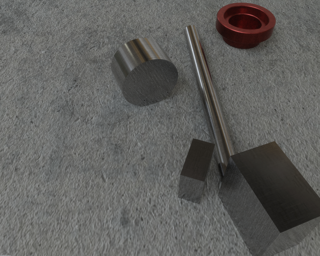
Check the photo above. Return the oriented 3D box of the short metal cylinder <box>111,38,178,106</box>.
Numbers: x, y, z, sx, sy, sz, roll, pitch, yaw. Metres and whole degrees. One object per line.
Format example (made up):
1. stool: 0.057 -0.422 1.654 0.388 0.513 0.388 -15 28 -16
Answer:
1. short metal cylinder: -0.022 -0.077 0.432 0.081 0.080 0.050 -18 53 -15

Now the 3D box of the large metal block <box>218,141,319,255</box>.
1. large metal block: 0.105 0.074 0.307 0.050 0.080 0.080 -17 52 -14

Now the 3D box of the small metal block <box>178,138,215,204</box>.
1. small metal block: 0.041 0.049 0.347 0.025 0.050 0.050 15 52 12

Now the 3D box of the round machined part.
1. round machined part: 0.146 -0.175 0.541 0.099 0.042 0.098 0 50 0

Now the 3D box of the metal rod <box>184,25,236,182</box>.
1. metal rod: 0.068 -0.057 0.451 0.025 0.025 0.300 -4 50 -4
